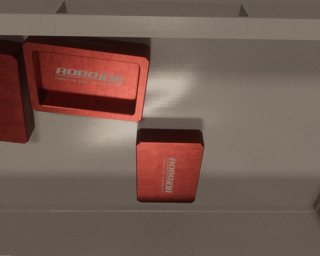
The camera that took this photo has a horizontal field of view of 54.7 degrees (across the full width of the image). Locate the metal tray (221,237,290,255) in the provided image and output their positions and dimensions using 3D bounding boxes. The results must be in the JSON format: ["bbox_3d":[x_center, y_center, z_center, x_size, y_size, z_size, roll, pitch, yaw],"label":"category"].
[{"bbox_3d":[0.203,0.275,0.646,0.130,0.030,0.090,-17,129,13],"label":"metal tray"}]

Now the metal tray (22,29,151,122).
[{"bbox_3d":[-0.081,-0.057,0.356,0.131,0.030,0.089,6,130,-6],"label":"metal tray"}]

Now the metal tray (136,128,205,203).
[{"bbox_3d":[0.011,0.060,0.457,0.091,0.030,0.129,1,130,-2],"label":"metal tray"}]

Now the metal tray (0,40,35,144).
[{"bbox_3d":[-0.205,-0.042,0.367,0.091,0.030,0.129,7,130,-7],"label":"metal tray"}]
